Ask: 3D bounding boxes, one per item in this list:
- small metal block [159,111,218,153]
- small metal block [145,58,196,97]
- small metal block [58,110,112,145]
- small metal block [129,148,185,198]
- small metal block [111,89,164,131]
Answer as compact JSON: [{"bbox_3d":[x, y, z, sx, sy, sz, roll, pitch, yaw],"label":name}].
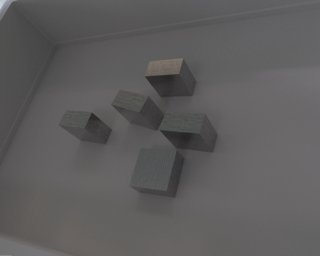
[{"bbox_3d":[0.035,0.005,0.368,0.050,0.050,0.025,5,65,30],"label":"small metal block"},{"bbox_3d":[0.015,-0.067,0.423,0.050,0.050,0.025,1,63,29],"label":"small metal block"},{"bbox_3d":[-0.107,-0.001,0.447,0.050,0.050,0.025,6,65,31],"label":"small metal block"},{"bbox_3d":[-0.003,0.053,0.375,0.050,0.025,0.050,2,62,29],"label":"small metal block"},{"bbox_3d":[-0.029,-0.024,0.420,0.050,0.050,0.025,17,71,34],"label":"small metal block"}]
